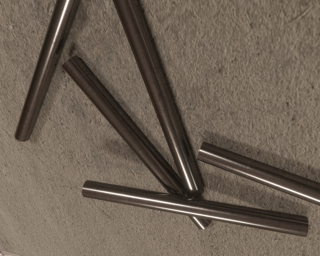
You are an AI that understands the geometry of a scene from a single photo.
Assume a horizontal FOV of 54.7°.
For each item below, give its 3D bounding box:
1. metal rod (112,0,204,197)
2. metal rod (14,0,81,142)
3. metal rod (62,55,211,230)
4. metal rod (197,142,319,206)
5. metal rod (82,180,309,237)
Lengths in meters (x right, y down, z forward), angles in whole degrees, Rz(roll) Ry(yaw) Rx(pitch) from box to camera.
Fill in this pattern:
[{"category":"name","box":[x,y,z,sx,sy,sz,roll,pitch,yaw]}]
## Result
[{"category":"metal rod","box":[0.000,-0.040,0.380,0.025,0.025,0.298,-8,115,31]},{"category":"metal rod","box":[-0.167,-0.077,0.444,0.025,0.025,0.298,39,129,1]},{"category":"metal rod","box":[-0.027,0.026,0.435,0.025,0.025,0.300,-33,101,38]},{"category":"metal rod","box":[0.188,0.078,0.355,0.301,0.025,0.025,20,126,16]},{"category":"metal rod","box":[0.037,0.106,0.422,0.301,0.025,0.025,7,122,13]}]
